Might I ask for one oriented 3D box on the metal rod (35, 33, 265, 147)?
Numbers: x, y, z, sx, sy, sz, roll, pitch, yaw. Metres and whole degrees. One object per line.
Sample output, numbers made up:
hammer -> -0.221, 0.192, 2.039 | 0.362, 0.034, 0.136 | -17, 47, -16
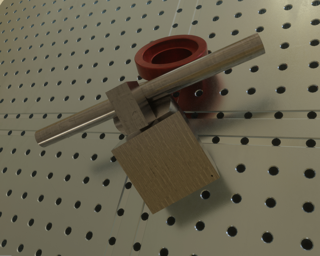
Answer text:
metal rod -> -0.024, -0.040, 0.379 | 0.301, 0.025, 0.025 | -22, 54, 14

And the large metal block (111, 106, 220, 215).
large metal block -> 0.007, 0.032, 0.338 | 0.080, 0.050, 0.080 | -31, 97, 8

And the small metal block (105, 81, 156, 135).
small metal block -> -0.030, -0.024, 0.343 | 0.025, 0.050, 0.050 | -26, 95, 12

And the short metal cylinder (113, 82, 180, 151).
short metal cylinder -> -0.013, -0.014, 0.406 | 0.080, 0.050, 0.080 | -13, 56, 20

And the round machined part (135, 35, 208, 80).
round machined part -> 0.018, -0.088, 0.426 | 0.098, 0.042, 0.098 | -9, 37, 7
